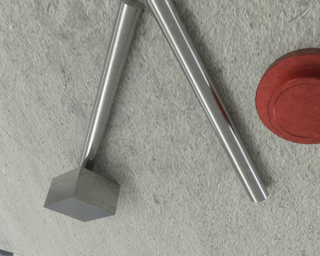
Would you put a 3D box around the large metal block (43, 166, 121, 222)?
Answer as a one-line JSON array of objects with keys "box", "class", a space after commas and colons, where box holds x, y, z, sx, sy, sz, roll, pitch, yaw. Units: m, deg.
[{"box": [-0.125, 0.110, 0.501, 0.080, 0.050, 0.080, -24, 135, 36], "class": "large metal block"}]

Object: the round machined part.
[{"box": [0.144, -0.025, 0.304, 0.098, 0.042, 0.097, 13, 124, 20], "class": "round machined part"}]

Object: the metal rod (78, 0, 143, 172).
[{"box": [-0.079, -0.029, 0.428, 0.025, 0.025, 0.298, 31, 128, 8], "class": "metal rod"}]

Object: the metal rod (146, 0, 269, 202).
[{"box": [0.054, -0.039, 0.353, 0.025, 0.025, 0.299, -19, 109, 35], "class": "metal rod"}]
